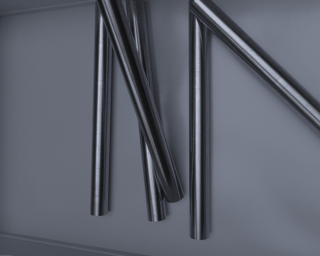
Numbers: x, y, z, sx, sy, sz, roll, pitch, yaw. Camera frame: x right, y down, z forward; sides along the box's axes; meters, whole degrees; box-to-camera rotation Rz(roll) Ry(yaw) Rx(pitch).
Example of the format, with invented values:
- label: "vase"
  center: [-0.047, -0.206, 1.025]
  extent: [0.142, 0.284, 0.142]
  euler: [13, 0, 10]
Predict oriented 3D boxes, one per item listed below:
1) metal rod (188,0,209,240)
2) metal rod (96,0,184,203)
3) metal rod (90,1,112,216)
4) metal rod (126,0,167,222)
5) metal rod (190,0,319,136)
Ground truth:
- label: "metal rod"
  center: [0.049, -0.012, 0.392]
  extent: [0.025, 0.025, 0.298]
  euler: [0, 90, 20]
- label: "metal rod"
  center: [-0.024, -0.044, 0.358]
  extent: [0.025, 0.025, 0.298]
  euler: [-11, 110, 20]
- label: "metal rod"
  center: [-0.083, -0.027, 0.439]
  extent: [0.025, 0.025, 0.298]
  euler: [2, 91, 20]
- label: "metal rod"
  center: [-0.019, -0.027, 0.417]
  extent: [0.025, 0.025, 0.298]
  euler: [-7, 88, 20]
- label: "metal rod"
  center: [0.146, -0.041, 0.345]
  extent: [0.025, 0.025, 0.300]
  euler: [-45, 81, 14]
